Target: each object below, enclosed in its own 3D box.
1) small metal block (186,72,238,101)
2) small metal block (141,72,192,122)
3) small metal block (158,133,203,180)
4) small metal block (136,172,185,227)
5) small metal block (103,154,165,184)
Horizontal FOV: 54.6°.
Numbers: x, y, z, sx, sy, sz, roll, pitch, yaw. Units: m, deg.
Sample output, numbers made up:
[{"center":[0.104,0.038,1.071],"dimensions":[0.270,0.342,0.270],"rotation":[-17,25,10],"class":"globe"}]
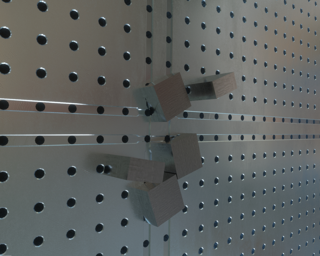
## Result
[{"center":[0.076,-0.061,0.455],"dimensions":[0.050,0.050,0.025],"rotation":[-27,107,-37],"class":"small metal block"},{"center":[0.010,-0.041,0.416],"dimensions":[0.050,0.025,0.050],"rotation":[-33,111,-35],"class":"small metal block"},{"center":[0.030,0.038,0.433],"dimensions":[0.050,0.025,0.050],"rotation":[-20,103,-38],"class":"small metal block"},{"center":[0.001,0.093,0.409],"dimensions":[0.050,0.025,0.050],"rotation":[-25,106,-37],"class":"small metal block"},{"center":[-0.030,0.048,0.367],"dimensions":[0.050,0.050,0.025],"rotation":[14,81,-39],"class":"small metal block"}]
